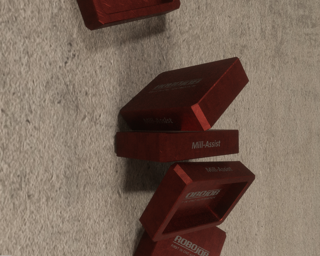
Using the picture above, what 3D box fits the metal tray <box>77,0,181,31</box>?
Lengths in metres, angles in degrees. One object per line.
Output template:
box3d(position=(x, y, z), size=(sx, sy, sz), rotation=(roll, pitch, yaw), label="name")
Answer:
box3d(position=(-0.040, -0.175, 0.369), size=(0.131, 0.030, 0.089), rotation=(-28, 108, -37), label="metal tray")

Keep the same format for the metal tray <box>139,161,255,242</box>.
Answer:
box3d(position=(0.049, 0.084, 0.372), size=(0.131, 0.030, 0.089), rotation=(5, 122, -43), label="metal tray")

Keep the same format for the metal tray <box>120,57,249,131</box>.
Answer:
box3d(position=(0.024, -0.036, 0.358), size=(0.090, 0.130, 0.030), rotation=(-47, 118, -30), label="metal tray")

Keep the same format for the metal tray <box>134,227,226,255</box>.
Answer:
box3d(position=(0.033, 0.165, 0.432), size=(0.130, 0.030, 0.090), rotation=(39, 66, -34), label="metal tray")

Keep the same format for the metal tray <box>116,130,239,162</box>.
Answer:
box3d(position=(0.024, 0.018, 0.384), size=(0.131, 0.090, 0.030), rotation=(-2, 91, -40), label="metal tray")
